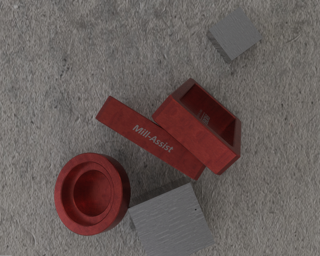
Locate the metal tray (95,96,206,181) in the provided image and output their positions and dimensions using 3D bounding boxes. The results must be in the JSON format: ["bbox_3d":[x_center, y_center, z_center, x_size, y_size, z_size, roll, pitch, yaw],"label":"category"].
[{"bbox_3d":[-0.007,0.011,0.377,0.130,0.090,0.030,32,90,0],"label":"metal tray"}]

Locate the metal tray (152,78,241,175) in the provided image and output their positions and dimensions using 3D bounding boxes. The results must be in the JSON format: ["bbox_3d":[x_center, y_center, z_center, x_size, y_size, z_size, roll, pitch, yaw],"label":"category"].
[{"bbox_3d":[0.049,-0.009,0.357,0.090,0.130,0.030,41,112,0],"label":"metal tray"}]

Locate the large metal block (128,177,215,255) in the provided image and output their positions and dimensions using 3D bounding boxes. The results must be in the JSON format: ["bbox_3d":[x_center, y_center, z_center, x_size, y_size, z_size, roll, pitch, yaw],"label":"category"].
[{"bbox_3d":[0.013,0.118,0.395,0.080,0.050,0.080,-22,90,-5],"label":"large metal block"}]

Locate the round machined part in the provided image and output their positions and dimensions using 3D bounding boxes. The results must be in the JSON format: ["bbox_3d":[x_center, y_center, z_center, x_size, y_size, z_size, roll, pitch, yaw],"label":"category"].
[{"bbox_3d":[-0.080,0.081,0.389,0.098,0.042,0.098,-4,79,22],"label":"round machined part"}]

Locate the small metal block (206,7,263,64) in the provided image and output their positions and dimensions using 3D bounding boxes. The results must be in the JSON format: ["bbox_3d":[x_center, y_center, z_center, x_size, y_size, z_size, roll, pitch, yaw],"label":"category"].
[{"bbox_3d":[0.098,-0.121,0.411,0.050,0.025,0.050,-36,90,0],"label":"small metal block"}]
